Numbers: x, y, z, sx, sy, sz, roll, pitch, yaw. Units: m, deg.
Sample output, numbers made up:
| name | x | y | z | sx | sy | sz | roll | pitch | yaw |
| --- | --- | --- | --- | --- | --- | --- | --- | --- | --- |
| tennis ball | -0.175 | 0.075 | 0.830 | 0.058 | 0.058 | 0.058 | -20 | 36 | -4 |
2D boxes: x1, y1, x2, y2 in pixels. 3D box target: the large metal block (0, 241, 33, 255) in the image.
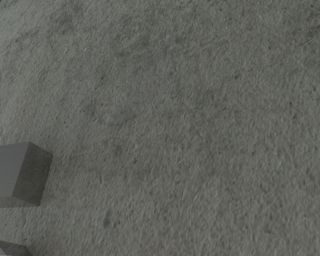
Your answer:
| name | x | y | z | sx | sy | sz | roll | pitch | yaw |
| --- | --- | --- | --- | --- | --- | --- | --- | --- | --- |
| large metal block | -0.185 | 0.193 | 0.364 | 0.080 | 0.050 | 0.080 | 25 | 75 | 36 |

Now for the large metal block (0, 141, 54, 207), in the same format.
| name | x | y | z | sx | sy | sz | roll | pitch | yaw |
| --- | --- | --- | --- | --- | --- | --- | --- | --- | --- |
| large metal block | -0.215 | 0.070 | 0.455 | 0.080 | 0.050 | 0.080 | -8 | 58 | 23 |
